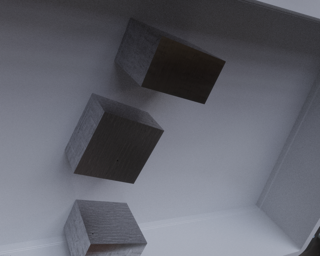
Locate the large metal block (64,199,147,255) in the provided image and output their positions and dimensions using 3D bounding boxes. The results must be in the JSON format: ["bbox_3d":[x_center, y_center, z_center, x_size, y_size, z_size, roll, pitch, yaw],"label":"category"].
[{"bbox_3d":[-0.077,0.146,0.423,0.081,0.080,0.050,14,111,-34],"label":"large metal block"}]

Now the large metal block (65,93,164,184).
[{"bbox_3d":[-0.056,0.015,0.372,0.081,0.050,0.080,18,109,-36],"label":"large metal block"}]

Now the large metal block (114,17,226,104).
[{"bbox_3d":[0.008,-0.073,0.334,0.081,0.080,0.050,12,113,-34],"label":"large metal block"}]
